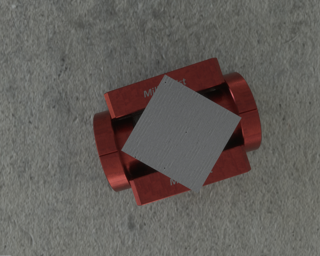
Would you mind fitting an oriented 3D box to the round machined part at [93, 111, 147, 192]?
[{"bbox_3d":[-0.044,0.024,0.374,0.042,0.098,0.097,-16,90,0],"label":"round machined part"}]

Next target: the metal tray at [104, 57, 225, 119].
[{"bbox_3d":[0.005,-0.044,0.380,0.131,0.090,0.030,-18,90,-1],"label":"metal tray"}]

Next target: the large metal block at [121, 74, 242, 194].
[{"bbox_3d":[0.019,0.005,0.306,0.080,0.050,0.080,30,90,-1],"label":"large metal block"}]

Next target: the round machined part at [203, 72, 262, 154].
[{"bbox_3d":[0.082,-0.015,0.375,0.042,0.098,0.097,-16,90,0],"label":"round machined part"}]

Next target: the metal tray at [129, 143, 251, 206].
[{"bbox_3d":[0.033,0.051,0.378,0.131,0.090,0.030,-17,90,-1],"label":"metal tray"}]
